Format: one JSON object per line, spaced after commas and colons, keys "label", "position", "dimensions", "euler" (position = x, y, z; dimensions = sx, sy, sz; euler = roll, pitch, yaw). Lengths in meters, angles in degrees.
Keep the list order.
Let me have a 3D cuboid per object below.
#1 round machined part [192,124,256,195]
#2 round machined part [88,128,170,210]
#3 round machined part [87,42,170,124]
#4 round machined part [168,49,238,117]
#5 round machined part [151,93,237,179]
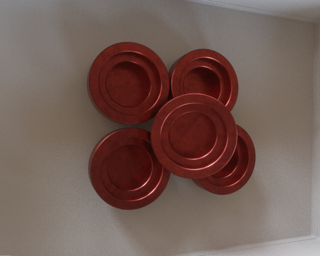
{"label": "round machined part", "position": [0.079, 0.040, 0.431], "dimensions": [0.099, 0.042, 0.097], "euler": [0, 90, -21]}
{"label": "round machined part", "position": [-0.040, 0.048, 0.386], "dimensions": [0.099, 0.042, 0.097], "euler": [0, 90, -21]}
{"label": "round machined part", "position": [-0.041, -0.053, 0.385], "dimensions": [0.099, 0.042, 0.097], "euler": [0, 90, -21]}
{"label": "round machined part", "position": [0.053, -0.054, 0.420], "dimensions": [0.099, 0.042, 0.097], "euler": [0, 90, -21]}
{"label": "round machined part", "position": [0.038, 0.008, 0.370], "dimensions": [0.099, 0.042, 0.097], "euler": [0, 95, -2]}
